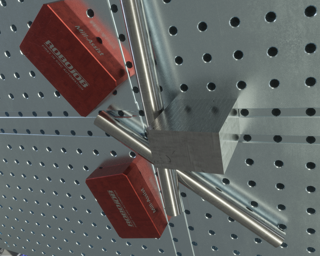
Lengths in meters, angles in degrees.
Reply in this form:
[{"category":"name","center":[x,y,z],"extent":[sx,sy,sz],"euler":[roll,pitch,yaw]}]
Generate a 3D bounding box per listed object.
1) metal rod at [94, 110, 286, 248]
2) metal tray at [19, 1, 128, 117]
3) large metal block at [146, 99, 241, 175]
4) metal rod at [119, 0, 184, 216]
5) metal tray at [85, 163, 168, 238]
[{"category":"metal rod","center":[0.037,0.068,0.432],"extent":[0.301,0.025,0.025],"euler":[34,129,5]},{"category":"metal tray","center":[-0.116,-0.088,0.413],"extent":[0.130,0.030,0.090],"euler":[48,128,-7]},{"category":"large metal block","center":[0.042,0.006,0.356],"extent":[0.080,0.080,0.050],"euler":[2,119,27]},{"category":"metal rod","center":[-0.008,-0.023,0.379],"extent":[0.025,0.025,0.298],"euler":[-1,112,28]},{"category":"metal tray","center":[-0.055,0.124,0.511],"extent":[0.090,0.030,0.129],"euler":[-14,111,33]}]
